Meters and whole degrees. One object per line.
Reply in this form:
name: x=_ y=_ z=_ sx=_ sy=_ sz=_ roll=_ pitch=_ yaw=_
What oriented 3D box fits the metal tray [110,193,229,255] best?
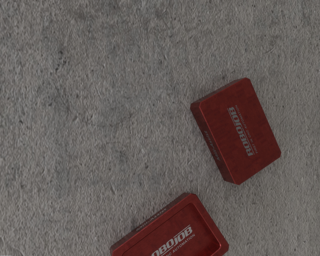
metal tray: x=0.013 y=0.156 z=0.402 sx=0.131 sy=0.030 sz=0.090 roll=-33 pitch=90 yaw=-17

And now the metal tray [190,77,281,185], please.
metal tray: x=0.111 y=0.004 z=0.447 sx=0.091 sy=0.030 sz=0.129 roll=-29 pitch=100 yaw=-18
